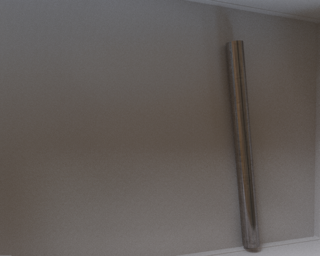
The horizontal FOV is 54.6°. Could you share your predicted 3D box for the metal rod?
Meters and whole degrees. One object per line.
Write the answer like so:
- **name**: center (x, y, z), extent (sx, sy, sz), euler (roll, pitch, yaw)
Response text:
- **metal rod**: center (0.122, 0.025, 0.454), extent (0.025, 0.025, 0.298), euler (-6, 92, -20)
